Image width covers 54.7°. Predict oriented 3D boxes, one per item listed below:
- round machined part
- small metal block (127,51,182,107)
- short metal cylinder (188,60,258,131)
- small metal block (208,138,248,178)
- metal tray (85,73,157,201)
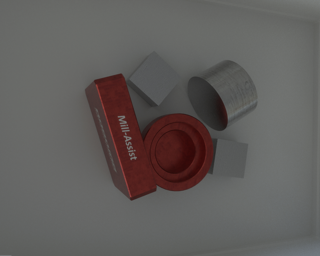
[{"bbox_3d":[0.017,0.030,0.406,0.099,0.042,0.097,0,90,-21],"label":"round machined part"},{"bbox_3d":[-0.009,-0.063,0.406,0.050,0.025,0.050,42,77,-14],"label":"small metal block"},{"bbox_3d":[0.081,-0.043,0.411,0.050,0.080,0.080,-31,101,-18],"label":"short metal cylinder"},{"bbox_3d":[0.095,0.043,0.445,0.050,0.025,0.050,10,86,-19],"label":"small metal block"},{"bbox_3d":[-0.048,0.009,0.357,0.030,0.090,0.129,-18,96,-19],"label":"metal tray"}]
